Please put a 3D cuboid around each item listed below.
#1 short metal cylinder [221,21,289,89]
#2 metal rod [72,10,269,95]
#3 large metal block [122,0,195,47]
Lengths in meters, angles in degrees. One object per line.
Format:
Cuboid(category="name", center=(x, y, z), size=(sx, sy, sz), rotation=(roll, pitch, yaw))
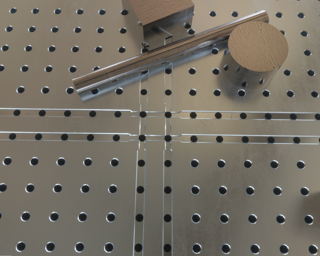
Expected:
Cuboid(category="short metal cylinder", center=(0.131, -0.102, 0.437), size=(0.081, 0.050, 0.080), rotation=(0, 70, 0))
Cuboid(category="metal rod", center=(0.021, -0.113, 0.453), size=(0.302, 0.025, 0.025), rotation=(-22, 72, -8))
Cuboid(category="large metal block", center=(-0.005, -0.182, 0.465), size=(0.080, 0.050, 0.080), rotation=(-25, 72, -9))
